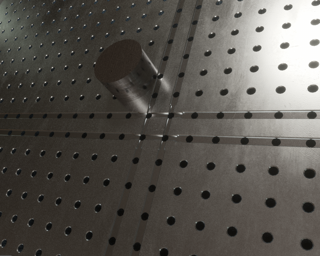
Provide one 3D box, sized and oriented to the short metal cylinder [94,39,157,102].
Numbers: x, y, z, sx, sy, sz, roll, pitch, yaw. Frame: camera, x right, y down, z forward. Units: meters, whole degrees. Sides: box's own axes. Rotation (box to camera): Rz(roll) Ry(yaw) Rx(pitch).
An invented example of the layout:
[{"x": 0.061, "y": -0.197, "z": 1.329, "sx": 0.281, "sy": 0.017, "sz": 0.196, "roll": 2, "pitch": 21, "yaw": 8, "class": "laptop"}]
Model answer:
[{"x": -0.052, "y": -0.087, "z": 0.471, "sx": 0.080, "sy": 0.050, "sz": 0.080, "roll": -13, "pitch": 56, "yaw": 20, "class": "short metal cylinder"}]
